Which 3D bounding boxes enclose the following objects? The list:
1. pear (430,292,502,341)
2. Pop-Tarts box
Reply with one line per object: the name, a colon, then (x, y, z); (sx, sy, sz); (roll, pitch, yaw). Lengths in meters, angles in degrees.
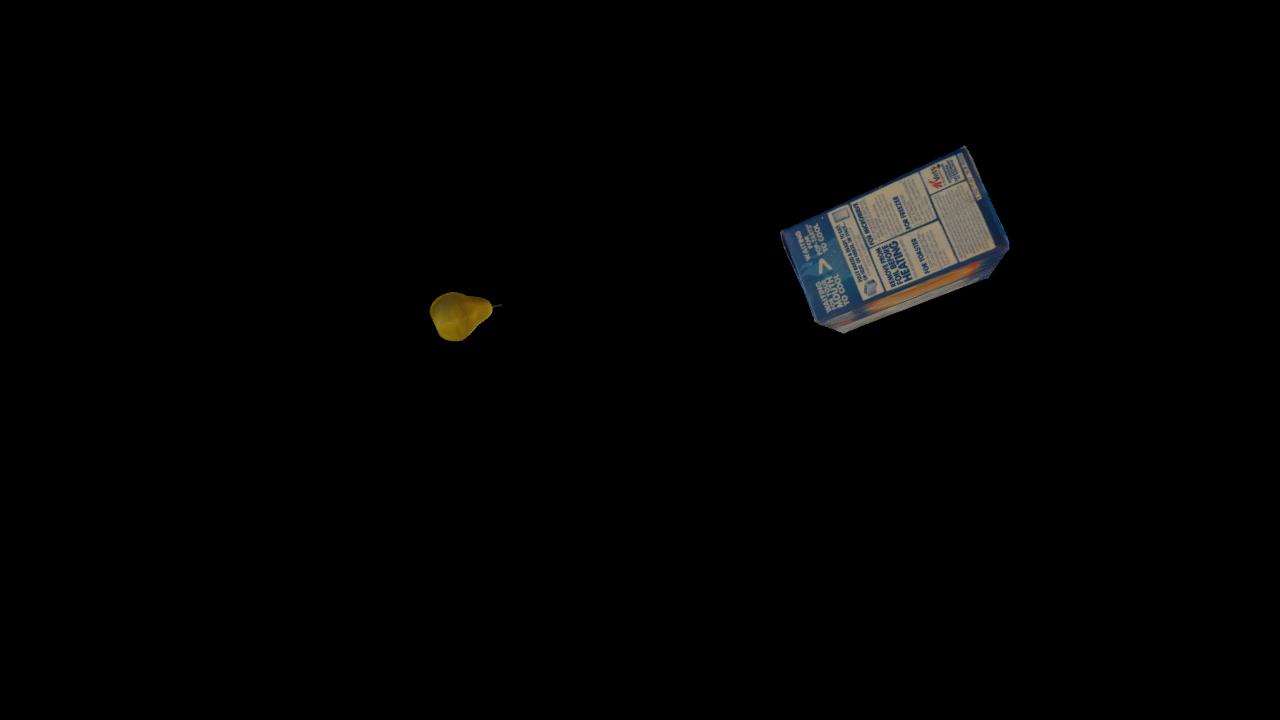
pear: (-0.274, -0.076, 0.981); (0.111, 0.080, 0.080); (-23, 6, -15)
Pop-Tarts box: (0.214, -0.088, 0.522); (0.141, 0.083, 0.167); (-23, -11, 23)
